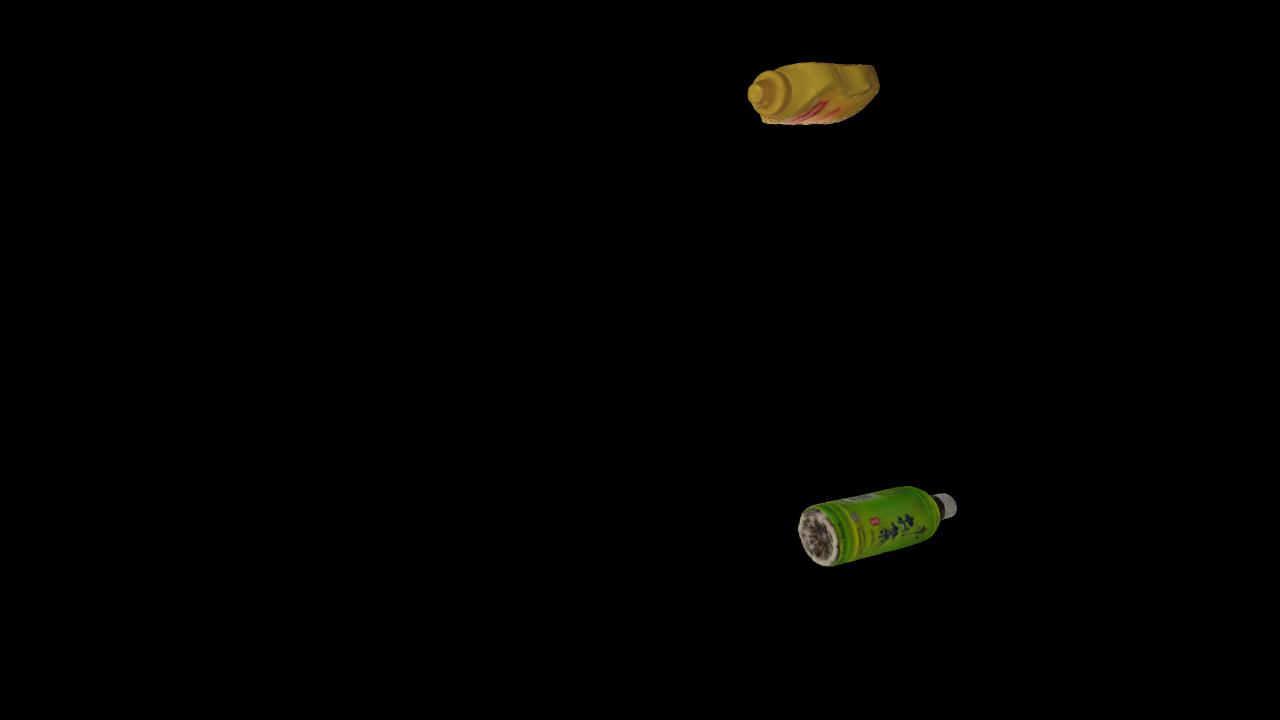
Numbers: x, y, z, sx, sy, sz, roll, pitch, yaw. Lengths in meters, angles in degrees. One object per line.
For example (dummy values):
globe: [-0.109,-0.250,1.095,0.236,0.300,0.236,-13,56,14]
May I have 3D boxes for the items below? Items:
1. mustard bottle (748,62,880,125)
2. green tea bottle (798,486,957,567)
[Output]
mustard bottle: [0.176,-0.286,0.662,0.184,0.054,0.092,-21,10,-41]
green tea bottle: [0.292,0.190,0.732,0.212,0.073,0.073,-7,3,-24]
